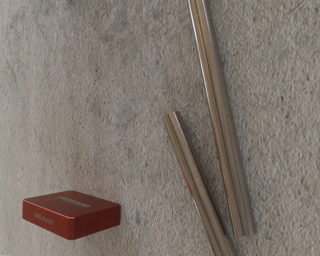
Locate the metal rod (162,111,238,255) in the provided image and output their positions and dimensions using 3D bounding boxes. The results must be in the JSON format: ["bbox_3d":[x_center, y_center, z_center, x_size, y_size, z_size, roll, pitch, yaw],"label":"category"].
[{"bbox_3d":[0.065,0.119,0.350,0.025,0.025,0.299,-32,70,35],"label":"metal rod"}]

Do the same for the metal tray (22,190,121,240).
[{"bbox_3d":[-0.135,0.127,0.471,0.130,0.091,0.030,3,92,39],"label":"metal tray"}]

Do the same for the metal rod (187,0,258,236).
[{"bbox_3d":[0.065,-0.034,0.349,0.025,0.025,0.298,-16,80,38],"label":"metal rod"}]
